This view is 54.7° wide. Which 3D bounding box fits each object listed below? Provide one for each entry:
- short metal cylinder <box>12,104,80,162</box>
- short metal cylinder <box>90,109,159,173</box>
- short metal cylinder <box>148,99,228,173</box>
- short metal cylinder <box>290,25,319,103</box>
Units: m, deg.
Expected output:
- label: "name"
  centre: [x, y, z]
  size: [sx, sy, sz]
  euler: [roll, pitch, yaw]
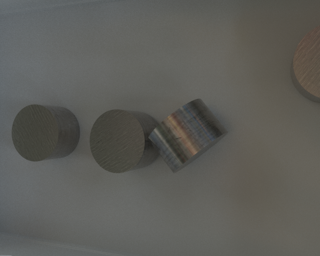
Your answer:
- label: "short metal cylinder"
  centre: [-0.166, 0.007, 0.454]
  size: [0.080, 0.050, 0.079]
  euler: [0, 90, 19]
- label: "short metal cylinder"
  centre: [-0.044, 0.017, 0.408]
  size: [0.080, 0.050, 0.079]
  euler: [0, 90, 24]
- label: "short metal cylinder"
  centre: [0.033, 0.010, 0.369]
  size: [0.080, 0.080, 0.050]
  euler: [-40, 78, 15]
- label: "short metal cylinder"
  centre: [0.185, -0.067, 0.332]
  size: [0.080, 0.050, 0.079]
  euler: [0, 90, 19]
